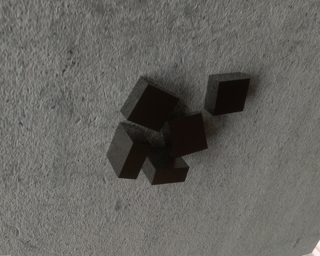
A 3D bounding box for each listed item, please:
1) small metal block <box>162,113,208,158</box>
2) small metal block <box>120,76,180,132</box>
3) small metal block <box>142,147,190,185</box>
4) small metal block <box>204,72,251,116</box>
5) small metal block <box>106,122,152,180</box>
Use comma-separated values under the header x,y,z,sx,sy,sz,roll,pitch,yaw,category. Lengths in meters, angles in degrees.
x,y,z,sx,sy,sz,roll,pitch,yaw,category
0.033,0.009,0.418,0.050,0.025,0.050,-14,99,-21,small metal block
-0.012,-0.028,0.382,0.050,0.025,0.050,22,107,-36,small metal block
0.004,0.050,0.423,0.050,0.050,0.025,-1,120,-28,small metal block
0.092,-0.048,0.427,0.050,0.025,0.050,-10,123,-23,small metal block
-0.040,0.028,0.386,0.025,0.050,0.050,12,113,-33,small metal block
